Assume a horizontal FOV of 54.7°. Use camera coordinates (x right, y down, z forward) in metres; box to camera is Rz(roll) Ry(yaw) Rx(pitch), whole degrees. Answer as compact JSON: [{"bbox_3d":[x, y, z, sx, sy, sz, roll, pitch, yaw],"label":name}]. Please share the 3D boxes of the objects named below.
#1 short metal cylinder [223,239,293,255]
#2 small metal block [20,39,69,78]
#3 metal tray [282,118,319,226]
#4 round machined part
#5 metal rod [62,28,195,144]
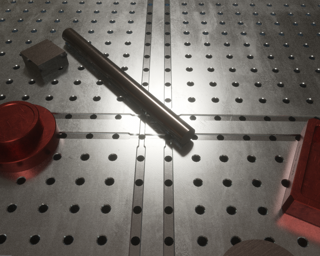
[{"bbox_3d":[0.085,0.146,0.270,0.081,0.050,0.080,0,50,0],"label":"short metal cylinder"},{"bbox_3d":[-0.186,-0.113,0.500,0.050,0.025,0.050,35,58,25],"label":"small metal block"},{"bbox_3d":[0.205,0.054,0.361,0.090,0.030,0.130,21,53,16],"label":"metal tray"},{"bbox_3d":[-0.182,0.003,0.391,0.099,0.042,0.098,0,50,0],"label":"round machined part"},{"bbox_3d":[-0.062,-0.076,0.470,0.025,0.025,0.300,-33,58,-25],"label":"metal rod"}]
